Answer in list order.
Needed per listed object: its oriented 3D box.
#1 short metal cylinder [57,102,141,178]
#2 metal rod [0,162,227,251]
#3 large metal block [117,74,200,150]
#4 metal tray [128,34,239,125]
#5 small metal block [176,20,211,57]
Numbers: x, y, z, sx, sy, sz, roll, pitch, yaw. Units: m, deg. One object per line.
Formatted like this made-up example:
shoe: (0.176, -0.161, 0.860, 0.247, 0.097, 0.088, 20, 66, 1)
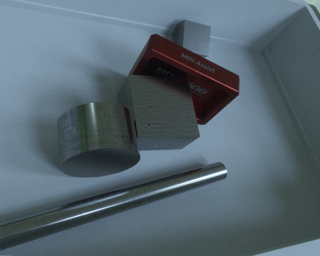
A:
short metal cylinder: (-0.065, 0.015, 0.327, 0.081, 0.080, 0.050, 1, 61, -28)
metal rod: (-0.045, 0.079, 0.334, 0.303, 0.025, 0.025, -9, 67, -33)
large metal block: (-0.004, -0.017, 0.391, 0.081, 0.050, 0.080, 0, 68, -25)
metal tray: (0.028, -0.059, 0.416, 0.131, 0.090, 0.030, 23, 53, -15)
small metal block: (0.055, -0.146, 0.513, 0.050, 0.025, 0.050, 5, 88, -27)
